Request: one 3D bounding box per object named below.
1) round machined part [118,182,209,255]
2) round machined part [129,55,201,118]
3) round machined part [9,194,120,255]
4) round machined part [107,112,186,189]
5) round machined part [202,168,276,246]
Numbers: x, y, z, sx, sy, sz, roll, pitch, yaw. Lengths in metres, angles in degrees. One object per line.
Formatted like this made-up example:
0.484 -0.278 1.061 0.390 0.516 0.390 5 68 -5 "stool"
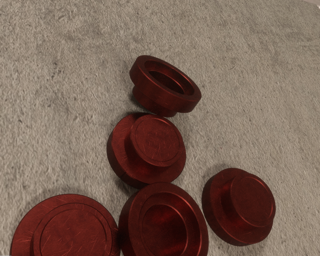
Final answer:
0.000 0.109 0.320 0.099 0.042 0.098 22 50 -28 "round machined part"
0.003 -0.051 0.412 0.098 0.042 0.098 26 29 -15 "round machined part"
-0.083 0.107 0.284 0.099 0.042 0.098 14 56 -21 "round machined part"
-0.011 0.022 0.375 0.099 0.042 0.098 14 56 -21 "round machined part"
0.106 0.096 0.394 0.099 0.042 0.098 14 56 -21 "round machined part"
